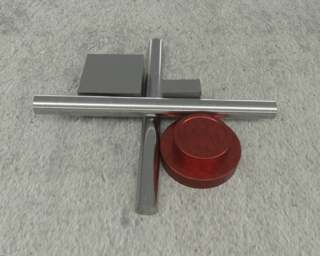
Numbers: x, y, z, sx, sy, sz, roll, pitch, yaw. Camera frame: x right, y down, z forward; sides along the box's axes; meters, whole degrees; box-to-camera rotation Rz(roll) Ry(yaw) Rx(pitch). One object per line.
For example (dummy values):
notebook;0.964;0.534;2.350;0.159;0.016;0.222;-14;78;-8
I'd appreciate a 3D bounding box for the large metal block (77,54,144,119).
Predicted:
large metal block;-0.064;-0.059;0.436;0.081;0.050;0.080;1;50;0

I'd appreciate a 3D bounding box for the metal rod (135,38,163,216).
metal rod;-0.011;-0.026;0.427;0.025;0.025;0.300;1;50;1

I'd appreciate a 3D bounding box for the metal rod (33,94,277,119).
metal rod;-0.002;-0.026;0.394;0.302;0.025;0.025;1;50;-5

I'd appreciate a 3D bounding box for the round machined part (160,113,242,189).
round machined part;0.049;0.021;0.376;0.099;0.042;0.098;0;50;0

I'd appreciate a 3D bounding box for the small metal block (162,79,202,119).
small metal block;0.028;-0.039;0.422;0.050;0.050;0.025;-1;50;-1
